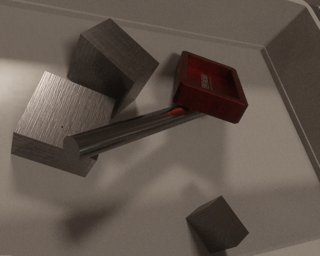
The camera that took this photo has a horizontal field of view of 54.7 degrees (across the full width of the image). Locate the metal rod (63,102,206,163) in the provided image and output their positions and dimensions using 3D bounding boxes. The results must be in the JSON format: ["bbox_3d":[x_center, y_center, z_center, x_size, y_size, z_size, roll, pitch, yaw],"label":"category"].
[{"bbox_3d":[0.017,-0.014,0.388,0.302,0.025,0.025,-19,72,-47],"label":"metal rod"}]

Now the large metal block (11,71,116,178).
[{"bbox_3d":[-0.103,-0.003,0.337,0.080,0.050,0.080,22,54,-16],"label":"large metal block"}]

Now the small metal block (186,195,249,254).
[{"bbox_3d":[0.065,0.112,0.358,0.025,0.050,0.050,-28,78,-38],"label":"small metal block"}]

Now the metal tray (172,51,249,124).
[{"bbox_3d":[0.068,-0.063,0.438,0.091,0.030,0.130,18,31,-6],"label":"metal tray"}]

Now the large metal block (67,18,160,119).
[{"bbox_3d":[-0.060,-0.071,0.382,0.080,0.080,0.050,43,51,1],"label":"large metal block"}]
